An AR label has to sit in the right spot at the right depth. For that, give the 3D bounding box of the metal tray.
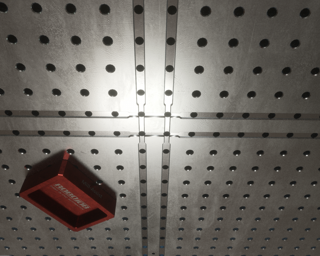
[{"bbox_3d":[-0.145,0.115,0.503,0.090,0.030,0.130,-26,126,20],"label":"metal tray"}]
